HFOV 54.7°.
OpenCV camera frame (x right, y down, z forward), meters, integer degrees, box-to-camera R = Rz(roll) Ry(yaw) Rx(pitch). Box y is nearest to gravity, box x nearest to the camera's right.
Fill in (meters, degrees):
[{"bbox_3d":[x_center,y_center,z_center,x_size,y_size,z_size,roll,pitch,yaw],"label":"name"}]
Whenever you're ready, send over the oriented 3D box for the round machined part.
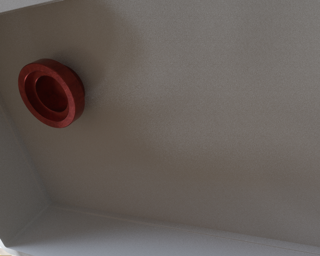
[{"bbox_3d":[-0.148,-0.052,0.441,0.098,0.042,0.097,13,124,20],"label":"round machined part"}]
